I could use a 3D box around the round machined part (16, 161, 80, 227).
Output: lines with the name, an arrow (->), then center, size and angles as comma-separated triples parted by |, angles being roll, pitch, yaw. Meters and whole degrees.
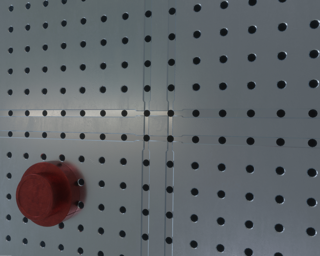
round machined part -> -0.175, 0.100, 0.466 | 0.098, 0.042, 0.097 | 0, 90, 20
